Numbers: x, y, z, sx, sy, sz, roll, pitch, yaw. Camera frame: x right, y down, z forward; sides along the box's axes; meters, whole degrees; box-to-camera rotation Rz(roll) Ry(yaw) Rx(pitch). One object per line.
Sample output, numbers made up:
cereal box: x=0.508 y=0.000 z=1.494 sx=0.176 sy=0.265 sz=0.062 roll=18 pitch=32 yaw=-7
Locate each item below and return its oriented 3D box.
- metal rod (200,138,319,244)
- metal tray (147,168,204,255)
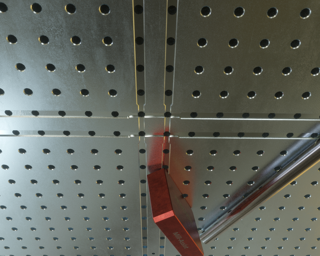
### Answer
metal rod: x=0.163 y=0.113 z=0.510 sx=0.025 sy=0.025 sz=0.298 roll=24 pitch=126 yaw=-20
metal tray: x=0.024 y=0.136 z=0.482 sx=0.030 sy=0.090 sz=0.130 roll=-24 pitch=127 yaw=8
